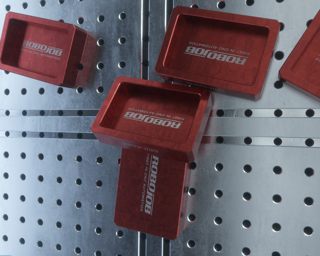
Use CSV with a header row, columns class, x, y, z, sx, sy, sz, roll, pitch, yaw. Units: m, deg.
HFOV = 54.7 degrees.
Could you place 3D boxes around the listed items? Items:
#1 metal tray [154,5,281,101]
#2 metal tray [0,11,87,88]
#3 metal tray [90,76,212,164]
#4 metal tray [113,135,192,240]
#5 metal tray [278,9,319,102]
class,x,y,z,sx,sy,sz,roll,pitch,yaw
metal tray,0.068,-0.093,0.379,0.130,0.030,0.090,16,88,18
metal tray,-0.183,-0.120,0.472,0.130,0.030,0.089,17,95,18
metal tray,-0.009,-0.014,0.389,0.130,0.030,0.090,12,62,19
metal tray,-0.009,0.072,0.412,0.090,0.030,0.129,8,93,19
metal tray,0.210,-0.063,0.336,0.130,0.030,0.090,34,101,16
